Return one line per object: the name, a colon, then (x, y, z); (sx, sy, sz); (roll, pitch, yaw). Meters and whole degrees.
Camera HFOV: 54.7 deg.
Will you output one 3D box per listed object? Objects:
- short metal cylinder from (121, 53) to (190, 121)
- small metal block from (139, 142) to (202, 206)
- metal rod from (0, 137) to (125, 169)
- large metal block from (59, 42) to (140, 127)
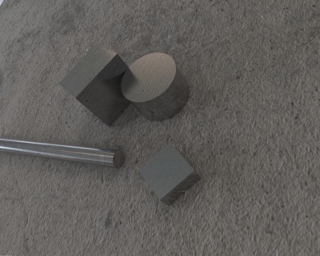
short metal cylinder: (-0.006, -0.056, 0.425); (0.080, 0.050, 0.080); (-13, 56, 21)
small metal block: (0.011, 0.054, 0.365); (0.050, 0.025, 0.050); (-41, 51, 0)
metal rod: (-0.185, 0.033, 0.480); (0.300, 0.025, 0.025); (3, 63, 29)
large metal block: (-0.081, -0.061, 0.449); (0.080, 0.080, 0.050); (-49, 51, -6)
